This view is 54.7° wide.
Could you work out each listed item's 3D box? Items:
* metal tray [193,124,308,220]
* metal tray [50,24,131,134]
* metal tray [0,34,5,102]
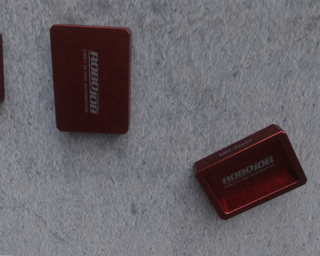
[{"bbox_3d":[0.124,0.063,0.432,0.130,0.030,0.090,-28,108,9],"label":"metal tray"},{"bbox_3d":[-0.082,-0.059,0.384,0.091,0.030,0.129,2,110,-2],"label":"metal tray"},{"bbox_3d":[-0.263,-0.079,0.374,0.131,0.030,0.089,7,110,-3],"label":"metal tray"}]
